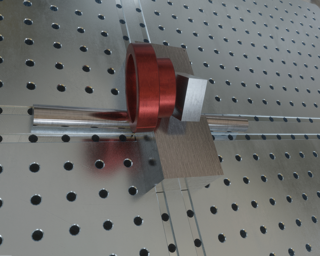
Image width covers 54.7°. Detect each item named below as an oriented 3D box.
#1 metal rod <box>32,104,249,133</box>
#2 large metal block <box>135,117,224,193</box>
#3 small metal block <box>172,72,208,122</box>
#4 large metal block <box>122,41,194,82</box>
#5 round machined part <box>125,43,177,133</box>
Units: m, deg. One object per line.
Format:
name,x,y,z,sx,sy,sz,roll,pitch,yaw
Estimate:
metal rod,-0.006,-0.009,0.410,0.303,0.025,0.025,2,61,-27
large metal block,0.022,0.031,0.385,0.081,0.050,0.080,1,61,-28
small metal block,0.028,-0.039,0.375,0.025,0.050,0.050,1,18,-28
large metal block,0.000,-0.069,0.434,0.081,0.050,0.080,1,62,-28
round machined part,-0.011,-0.044,0.345,0.042,0.098,0.098,-3,63,-14
